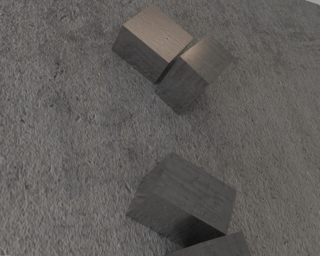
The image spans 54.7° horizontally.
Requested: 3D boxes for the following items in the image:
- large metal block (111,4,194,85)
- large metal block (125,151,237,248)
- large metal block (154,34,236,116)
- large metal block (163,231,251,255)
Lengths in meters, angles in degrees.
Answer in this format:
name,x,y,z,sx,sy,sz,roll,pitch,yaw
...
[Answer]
name,x,y,z,sx,sy,sz,roll,pitch,yaw
large metal block,-0.010,-0.125,0.458,0.080,0.050,0.080,40,51,-2
large metal block,0.021,0.080,0.330,0.080,0.080,0.050,32,52,-8
large metal block,0.049,-0.075,0.440,0.050,0.080,0.080,44,51,2
large metal block,0.052,0.154,0.302,0.050,0.080,0.080,-3,63,-30
